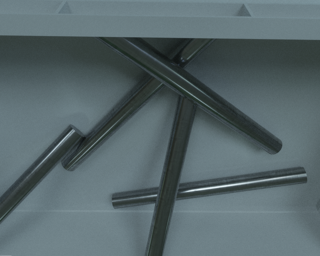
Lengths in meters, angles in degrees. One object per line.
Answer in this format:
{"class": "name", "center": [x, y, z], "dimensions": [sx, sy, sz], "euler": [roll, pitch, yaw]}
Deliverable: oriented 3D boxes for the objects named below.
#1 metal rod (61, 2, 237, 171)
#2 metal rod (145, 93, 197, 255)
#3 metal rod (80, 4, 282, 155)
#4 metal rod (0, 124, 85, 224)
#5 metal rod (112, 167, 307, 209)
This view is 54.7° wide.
{"class": "metal rod", "center": [-0.032, -0.032, 0.380], "dimensions": [0.025, 0.025, 0.299], "euler": [35, 122, -26]}
{"class": "metal rod", "center": [0.008, 0.095, 0.408], "dimensions": [0.025, 0.025, 0.298], "euler": [9, 104, -8]}
{"class": "metal rod", "center": [0.048, -0.036, 0.352], "dimensions": [0.301, 0.025, 0.025], "euler": [29, 125, -32]}
{"class": "metal rod", "center": [-0.214, 0.112, 0.412], "dimensions": [0.300, 0.025, 0.025], "euler": [-46, 120, -1]}
{"class": "metal rod", "center": [0.072, 0.096, 0.491], "dimensions": [0.301, 0.025, 0.025], "euler": [-10, 130, 8]}
